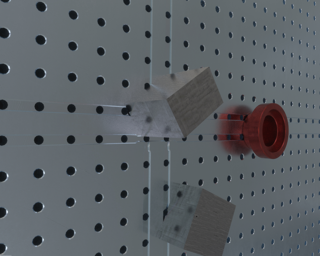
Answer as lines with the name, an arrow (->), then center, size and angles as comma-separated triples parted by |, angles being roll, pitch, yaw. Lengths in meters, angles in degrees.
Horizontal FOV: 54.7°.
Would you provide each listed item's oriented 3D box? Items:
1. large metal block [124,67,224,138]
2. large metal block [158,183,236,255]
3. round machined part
large metal block -> 0.017, -0.031, 0.388 | 0.080, 0.080, 0.050 | -40, 115, -33
large metal block -> 0.054, 0.132, 0.438 | 0.080, 0.050, 0.080 | 32, 70, -35
round machined part -> 0.185, 0.005, 0.553 | 0.099, 0.042, 0.097 | 0, 90, -40
